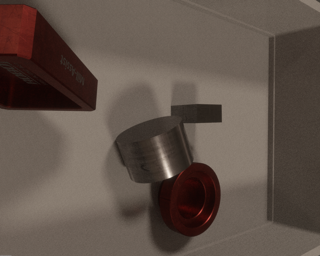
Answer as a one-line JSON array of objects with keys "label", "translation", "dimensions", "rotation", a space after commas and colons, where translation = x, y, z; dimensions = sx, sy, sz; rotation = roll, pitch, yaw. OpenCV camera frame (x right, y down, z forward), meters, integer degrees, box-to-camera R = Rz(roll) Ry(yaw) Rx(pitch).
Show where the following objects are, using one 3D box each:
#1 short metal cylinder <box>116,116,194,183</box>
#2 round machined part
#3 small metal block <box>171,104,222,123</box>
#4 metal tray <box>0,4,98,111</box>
[{"label": "short metal cylinder", "translation": [-0.006, 0.023, 0.368], "dimensions": [0.081, 0.080, 0.050], "rotation": [-29, 109, -36]}, {"label": "round machined part", "translation": [0.036, 0.095, 0.429], "dimensions": [0.099, 0.042, 0.097], "rotation": [0, 90, -40]}, {"label": "small metal block", "translation": [0.051, -0.020, 0.435], "dimensions": [0.050, 0.050, 0.025], "rotation": [-2, 92, -40]}, {"label": "metal tray", "translation": [-0.108, -0.042, 0.230], "dimensions": [0.130, 0.091, 0.030], "rotation": [65, 26, -79]}]
